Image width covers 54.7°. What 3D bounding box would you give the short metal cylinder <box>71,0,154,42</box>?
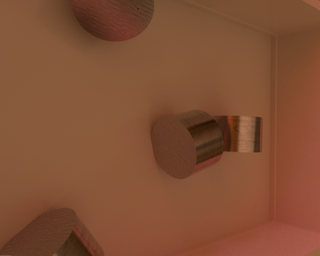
[{"bbox_3d":[-0.048,-0.138,0.321,0.080,0.080,0.050,32,37,-36],"label":"short metal cylinder"}]

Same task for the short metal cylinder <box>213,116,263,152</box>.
[{"bbox_3d":[0.111,0.009,0.464,0.081,0.080,0.050,3,88,-40],"label":"short metal cylinder"}]

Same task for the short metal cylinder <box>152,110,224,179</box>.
[{"bbox_3d":[0.034,0.020,0.399,0.050,0.080,0.079,-16,101,-39],"label":"short metal cylinder"}]

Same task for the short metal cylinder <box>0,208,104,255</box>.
[{"bbox_3d":[-0.100,0.121,0.287,0.080,0.080,0.050,-42,116,-32],"label":"short metal cylinder"}]
